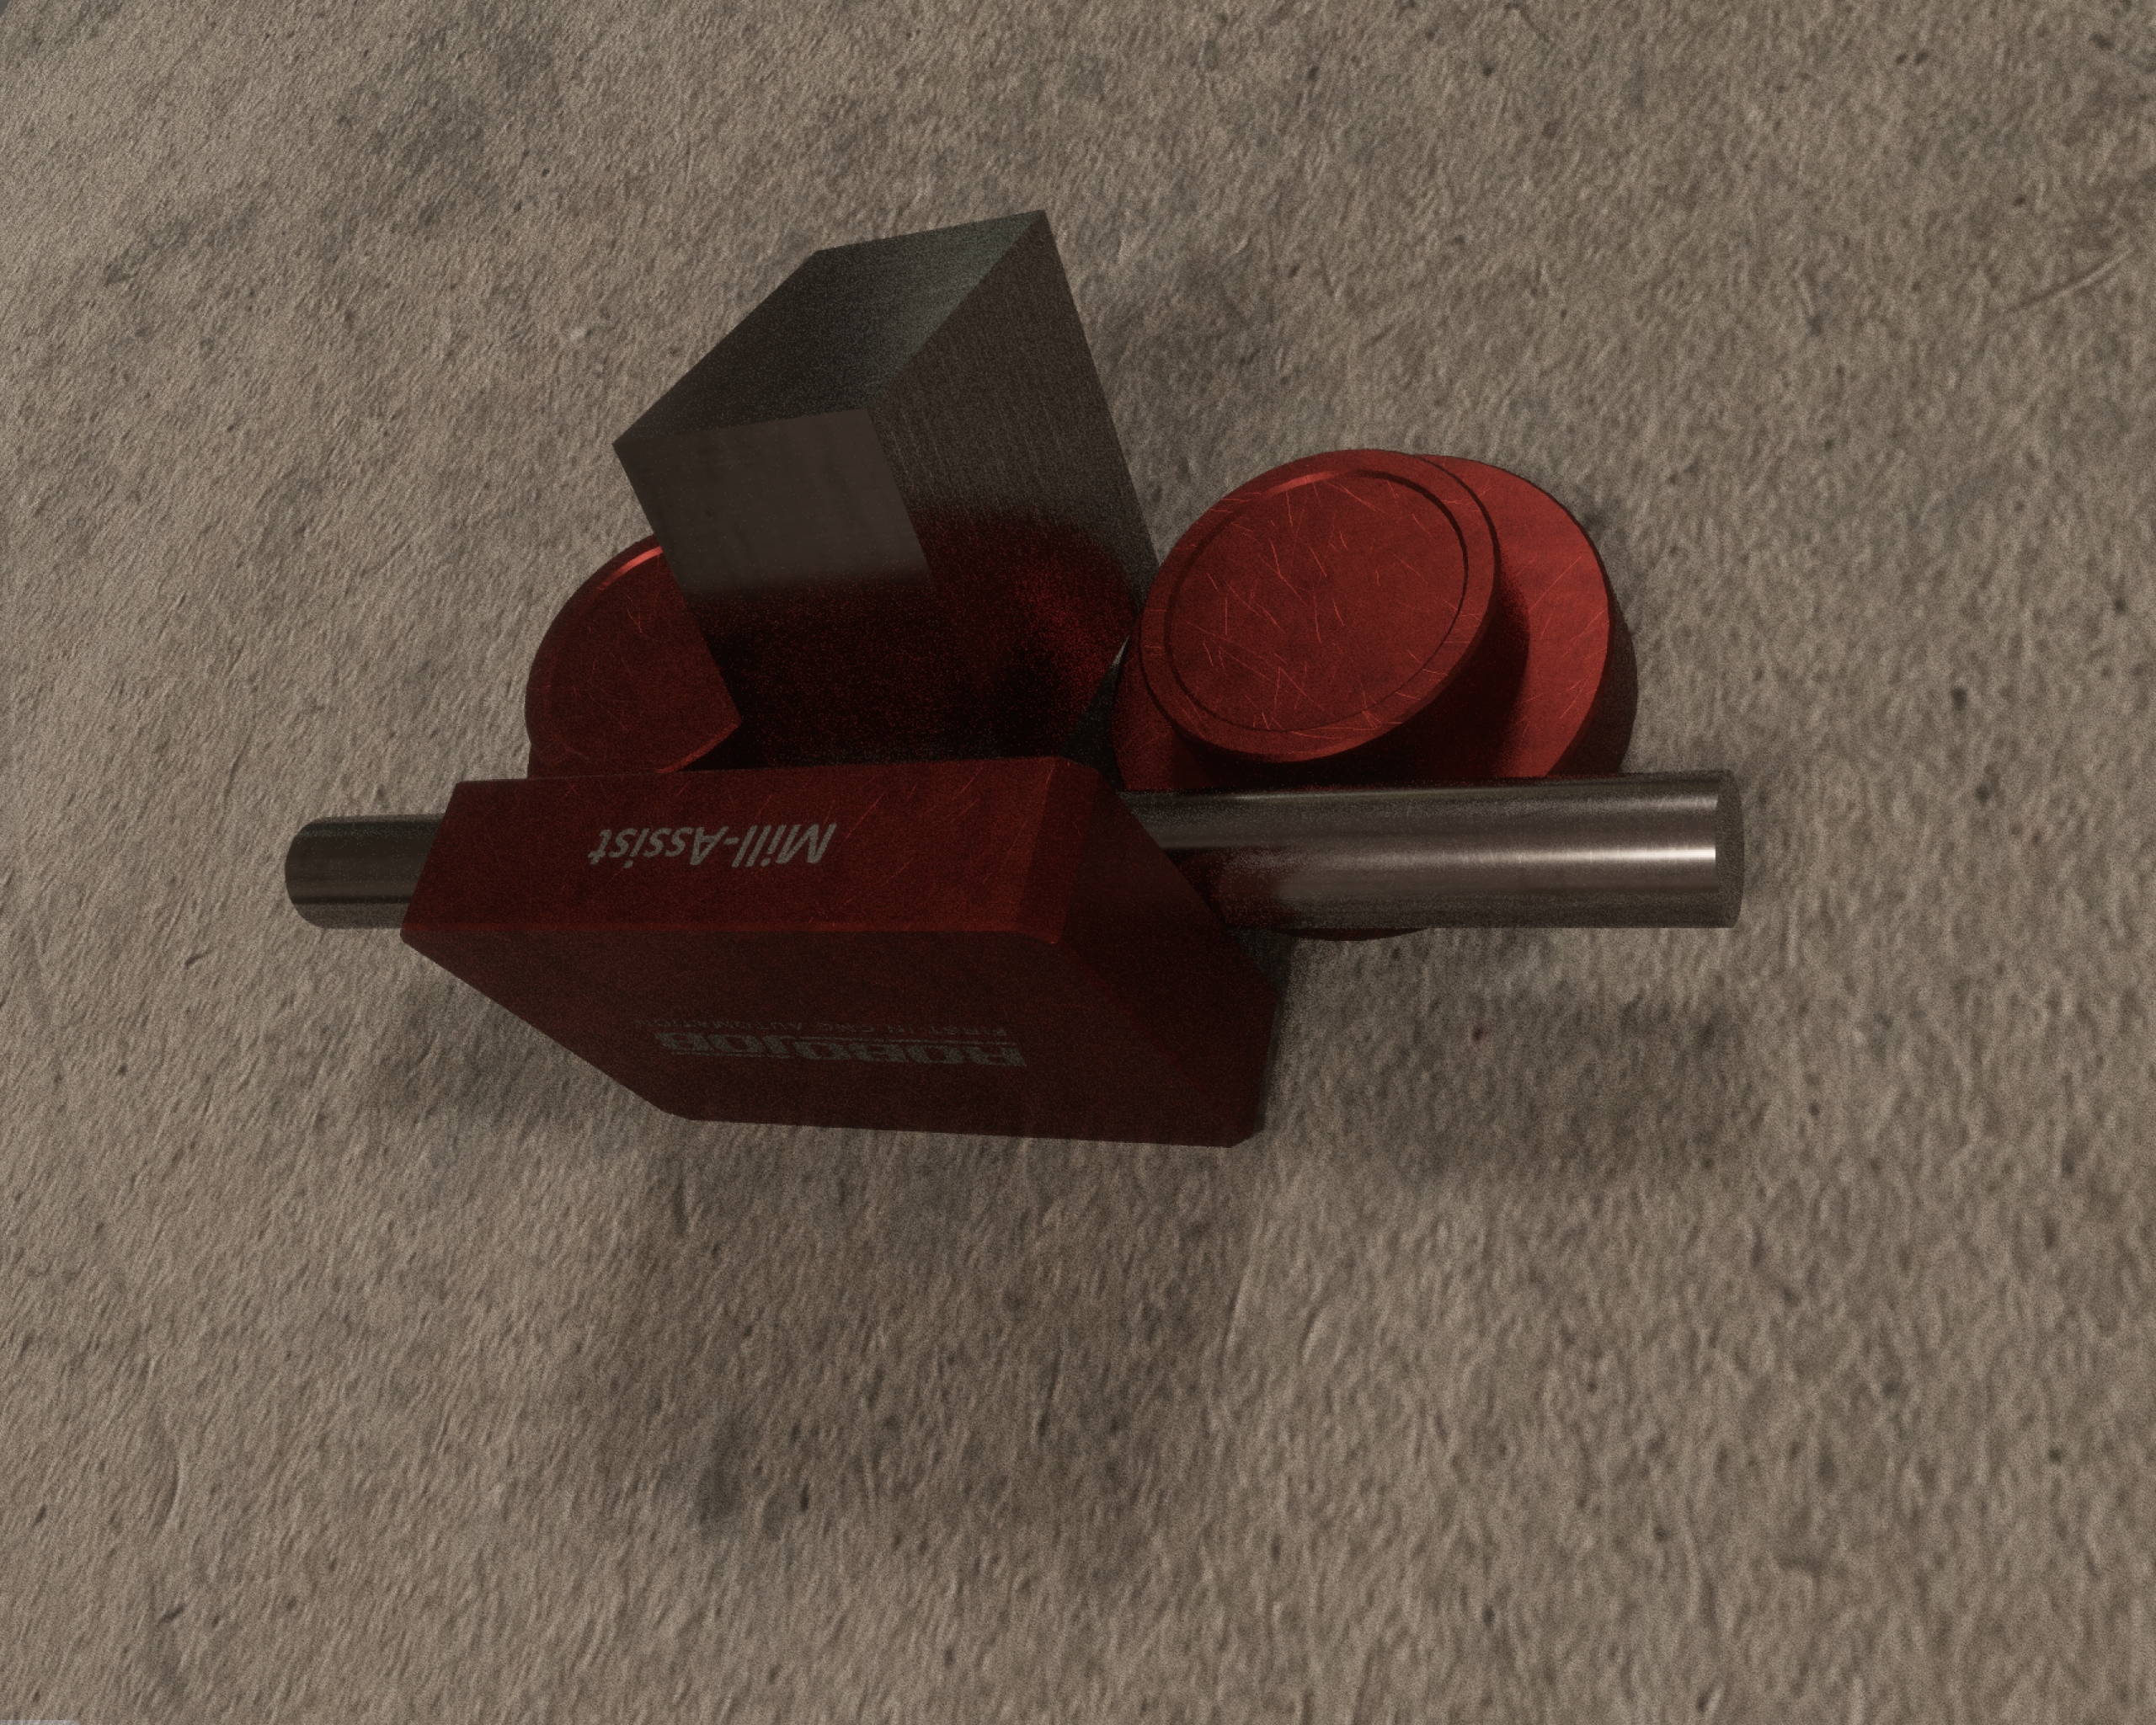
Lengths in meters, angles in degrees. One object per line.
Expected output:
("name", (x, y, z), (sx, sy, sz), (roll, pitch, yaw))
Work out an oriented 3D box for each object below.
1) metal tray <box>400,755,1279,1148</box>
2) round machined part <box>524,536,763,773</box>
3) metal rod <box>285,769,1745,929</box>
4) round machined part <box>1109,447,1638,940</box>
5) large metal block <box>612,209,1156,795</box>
("metal tray", (-0.041, 0.018, 0.372), (0.130, 0.090, 0.030), (-1, 62, 27))
("round machined part", (-0.080, -0.036, 0.454), (0.098, 0.042, 0.098), (-13, 56, 20))
("metal rod", (-0.032, 0.000, 0.394), (0.300, 0.025, 0.025), (-1, 61, 27))
("round machined part", (0.050, -0.038, 0.389), (0.098, 0.042, 0.098), (-13, 56, 20))
("large metal block", (-0.030, -0.064, 0.390), (0.050, 0.080, 0.080), (-2, 37, 26))
